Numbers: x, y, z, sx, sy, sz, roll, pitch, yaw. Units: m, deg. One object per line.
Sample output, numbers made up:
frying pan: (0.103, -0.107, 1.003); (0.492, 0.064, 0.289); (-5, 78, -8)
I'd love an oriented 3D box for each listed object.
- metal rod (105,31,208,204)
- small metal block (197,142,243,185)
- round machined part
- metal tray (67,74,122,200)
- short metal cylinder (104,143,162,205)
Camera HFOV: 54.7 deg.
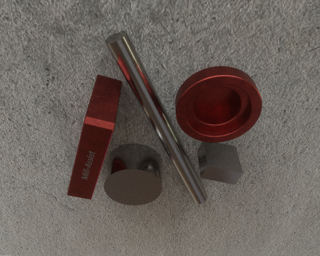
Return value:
metal rod: (0.010, 0.009, 0.417); (0.025, 0.025, 0.299); (-18, 128, 14)
small metal block: (0.082, 0.047, 0.430); (0.050, 0.050, 0.025); (13, 129, -11)
round machined part: (0.067, -0.032, 0.371); (0.099, 0.042, 0.097); (-1, 130, 0)
metal tray: (-0.080, 0.013, 0.376); (0.030, 0.090, 0.129); (14, 129, -12)
short metal cylinder: (-0.037, 0.068, 0.449); (0.081, 0.050, 0.079); (0, 130, 0)
